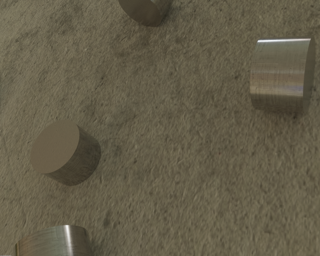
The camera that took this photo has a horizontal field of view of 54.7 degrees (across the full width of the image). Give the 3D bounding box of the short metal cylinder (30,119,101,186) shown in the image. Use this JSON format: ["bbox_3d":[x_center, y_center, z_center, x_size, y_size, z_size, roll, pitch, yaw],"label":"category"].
[{"bbox_3d":[-0.131,0.035,0.433,0.080,0.050,0.080,-13,56,20],"label":"short metal cylinder"}]

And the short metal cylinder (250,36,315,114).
[{"bbox_3d":[0.134,-0.057,0.333,0.050,0.080,0.080,7,65,31],"label":"short metal cylinder"}]

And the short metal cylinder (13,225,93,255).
[{"bbox_3d":[-0.114,0.148,0.336,0.080,0.080,0.050,-30,52,8],"label":"short metal cylinder"}]

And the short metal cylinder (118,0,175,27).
[{"bbox_3d":[-0.022,-0.214,0.510,0.080,0.080,0.050,19,72,35],"label":"short metal cylinder"}]
